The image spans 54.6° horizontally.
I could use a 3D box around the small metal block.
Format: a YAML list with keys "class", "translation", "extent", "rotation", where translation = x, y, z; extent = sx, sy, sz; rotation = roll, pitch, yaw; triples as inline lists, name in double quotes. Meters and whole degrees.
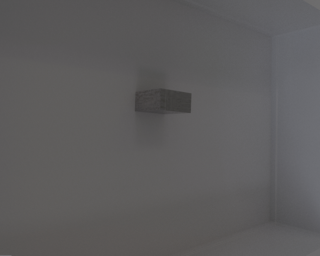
- class: "small metal block"
  translation: [0.004, -0.032, 0.392]
  extent: [0.050, 0.050, 0.025]
  rotation: [3, 88, -40]
